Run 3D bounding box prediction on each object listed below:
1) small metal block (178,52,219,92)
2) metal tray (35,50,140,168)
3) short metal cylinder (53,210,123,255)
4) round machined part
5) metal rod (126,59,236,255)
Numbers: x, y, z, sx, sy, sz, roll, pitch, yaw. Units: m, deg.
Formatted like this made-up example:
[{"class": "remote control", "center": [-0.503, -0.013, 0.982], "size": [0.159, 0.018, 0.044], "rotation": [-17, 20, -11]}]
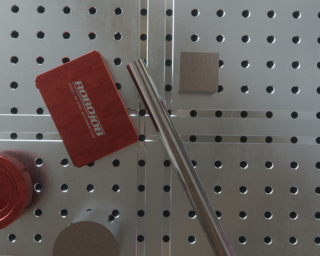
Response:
[{"class": "small metal block", "center": [0.051, -0.073, 0.414], "size": [0.050, 0.025, 0.050], "rotation": [2, 90, -1]}, {"class": "metal tray", "center": [-0.094, -0.024, 0.410], "size": [0.090, 0.030, 0.129], "rotation": [-25, 90, -1]}, {"class": "short metal cylinder", "center": [-0.090, 0.152, 0.400], "size": [0.081, 0.050, 0.079], "rotation": [0, 90, -1]}, {"class": "round machined part", "center": [-0.214, 0.080, 0.402], "size": [0.099, 0.042, 0.097], "rotation": [0, 90, -1]}, {"class": "metal rod", "center": [0.030, 0.049, 0.413], "size": [0.025, 0.025, 0.299], "rotation": [-25, 90, 0]}]
